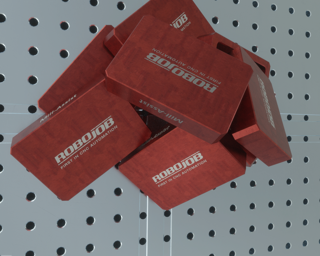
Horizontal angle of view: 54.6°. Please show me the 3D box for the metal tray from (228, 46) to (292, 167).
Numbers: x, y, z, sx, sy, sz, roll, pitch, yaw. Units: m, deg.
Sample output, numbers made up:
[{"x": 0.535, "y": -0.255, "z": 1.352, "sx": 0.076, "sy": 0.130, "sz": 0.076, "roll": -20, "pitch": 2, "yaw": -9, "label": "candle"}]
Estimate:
[{"x": 0.118, "y": -0.028, "z": 0.386, "sx": 0.090, "sy": 0.030, "sz": 0.130, "roll": 33, "pitch": 43, "yaw": -38, "label": "metal tray"}]

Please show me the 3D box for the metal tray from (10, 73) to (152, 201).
[{"x": -0.086, "y": 0.011, "z": 0.354, "sx": 0.130, "sy": 0.030, "sz": 0.090, "roll": -38, "pitch": 118, "yaw": -5, "label": "metal tray"}]

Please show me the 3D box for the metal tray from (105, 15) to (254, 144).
[{"x": 0.021, "y": -0.052, "z": 0.324, "sx": 0.130, "sy": 0.030, "sz": 0.090, "roll": 27, "pitch": 66, "yaw": 2, "label": "metal tray"}]

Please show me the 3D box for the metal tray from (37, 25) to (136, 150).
[{"x": -0.072, "y": -0.049, "z": 0.382, "sx": 0.090, "sy": 0.030, "sz": 0.130, "roll": 41, "pitch": 77, "yaw": -16, "label": "metal tray"}]

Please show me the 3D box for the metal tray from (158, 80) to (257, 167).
[{"x": 0.062, "y": -0.008, "z": 0.401, "sx": 0.130, "sy": 0.090, "sz": 0.030, "roll": 46, "pitch": 76, "yaw": -14, "label": "metal tray"}]

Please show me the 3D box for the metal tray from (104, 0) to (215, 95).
[{"x": 0.005, "y": -0.114, "z": 0.391, "sx": 0.090, "sy": 0.030, "sz": 0.130, "roll": 49, "pitch": 61, "yaw": -15, "label": "metal tray"}]

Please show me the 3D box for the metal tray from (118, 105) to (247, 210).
[{"x": 0.024, "y": 0.041, "z": 0.372, "sx": 0.090, "sy": 0.130, "sz": 0.030, "roll": 45, "pitch": 34, "yaw": -16, "label": "metal tray"}]

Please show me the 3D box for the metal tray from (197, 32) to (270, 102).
[{"x": 0.097, "y": -0.063, "z": 0.422, "sx": 0.131, "sy": 0.030, "sz": 0.090, "roll": 12, "pitch": 85, "yaw": -40, "label": "metal tray"}]
